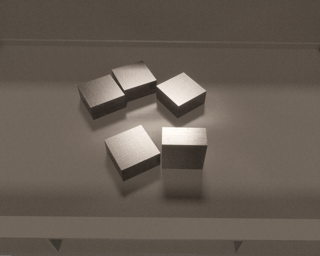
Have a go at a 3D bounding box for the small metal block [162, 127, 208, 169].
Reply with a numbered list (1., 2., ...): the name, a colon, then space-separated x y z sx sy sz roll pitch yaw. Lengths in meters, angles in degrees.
1. small metal block: 0.027 0.025 0.368 0.050 0.050 0.025 1 50 0

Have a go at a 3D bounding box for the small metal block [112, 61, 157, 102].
1. small metal block: -0.039 -0.070 0.464 0.050 0.025 0.050 -20 53 -17

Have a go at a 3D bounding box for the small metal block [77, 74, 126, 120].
1. small metal block: -0.083 -0.045 0.442 0.050 0.025 0.050 -24 54 -19

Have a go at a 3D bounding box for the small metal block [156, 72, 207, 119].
1. small metal block: 0.030 -0.048 0.446 0.050 0.025 0.050 -30 56 -23

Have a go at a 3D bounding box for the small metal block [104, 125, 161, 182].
1. small metal block: -0.034 0.030 0.380 0.050 0.025 0.050 -23 54 -19
